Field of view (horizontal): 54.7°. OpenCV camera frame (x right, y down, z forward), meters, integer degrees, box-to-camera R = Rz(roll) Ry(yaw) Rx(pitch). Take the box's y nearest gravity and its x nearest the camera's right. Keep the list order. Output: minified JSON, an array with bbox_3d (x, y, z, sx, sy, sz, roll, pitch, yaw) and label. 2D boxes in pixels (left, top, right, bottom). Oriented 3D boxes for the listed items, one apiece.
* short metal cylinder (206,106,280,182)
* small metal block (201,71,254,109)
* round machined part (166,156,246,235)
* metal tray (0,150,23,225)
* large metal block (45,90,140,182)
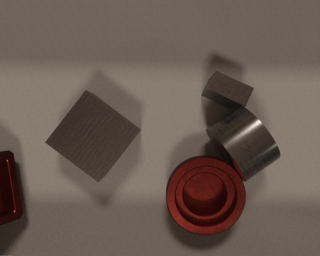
[{"bbox_3d":[0.102,0.019,0.385,0.050,0.080,0.080,-35,90,0],"label":"short metal cylinder"},{"bbox_3d":[0.085,-0.047,0.399,0.050,0.050,0.025,25,87,-1],"label":"small metal block"},{"bbox_3d":[0.057,0.084,0.403,0.099,0.042,0.097,0,91,0],"label":"round machined part"},{"bbox_3d":[-0.234,0.080,0.359,0.030,0.131,0.089,-9,90,36],"label":"metal tray"},{"bbox_3d":[-0.082,0.010,0.398,0.080,0.050,0.080,37,90,-1],"label":"large metal block"}]
